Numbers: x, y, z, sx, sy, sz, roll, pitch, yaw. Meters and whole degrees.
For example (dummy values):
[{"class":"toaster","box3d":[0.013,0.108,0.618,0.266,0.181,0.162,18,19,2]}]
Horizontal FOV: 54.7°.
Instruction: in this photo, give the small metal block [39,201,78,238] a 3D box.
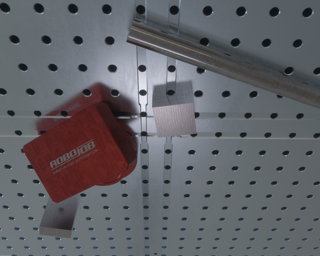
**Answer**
[{"class":"small metal block","box3d":[-0.171,0.155,0.525,0.050,0.050,0.025,10,129,-9]}]

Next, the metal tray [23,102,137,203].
[{"class":"metal tray","box3d":[-0.107,0.034,0.408,0.130,0.030,0.090,-27,94,21]}]

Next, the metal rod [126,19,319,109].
[{"class":"metal rod","box3d":[0.109,-0.062,0.359,0.302,0.025,0.025,16,128,-14]}]

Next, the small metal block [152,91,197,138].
[{"class":"small metal block","box3d":[0.019,-0.017,0.397,0.050,0.025,0.050,-6,130,5]}]

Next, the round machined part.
[{"class":"round machined part","box3d":[-0.082,0.045,0.438,0.099,0.042,0.097,0,130,0]}]
